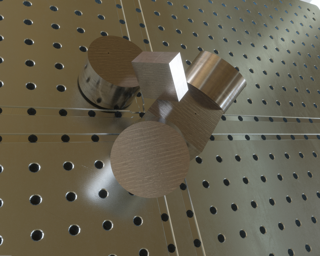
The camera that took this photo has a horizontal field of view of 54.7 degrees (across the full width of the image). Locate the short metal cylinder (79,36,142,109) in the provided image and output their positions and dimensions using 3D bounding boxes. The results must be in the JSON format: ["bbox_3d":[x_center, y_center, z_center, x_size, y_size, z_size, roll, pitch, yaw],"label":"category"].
[{"bbox_3d":[-0.059,-0.071,0.400,0.081,0.050,0.080,14,56,-21],"label":"short metal cylinder"}]

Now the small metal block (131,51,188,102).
[{"bbox_3d":[0.001,-0.060,0.361,0.050,0.050,0.025,10,45,31],"label":"small metal block"}]

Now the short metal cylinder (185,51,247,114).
[{"bbox_3d":[0.073,-0.063,0.437,0.080,0.080,0.050,37,90,-4],"label":"short metal cylinder"}]

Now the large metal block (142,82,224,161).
[{"bbox_3d":[0.025,-0.010,0.404,0.080,0.050,0.080,38,51,-3],"label":"large metal block"}]

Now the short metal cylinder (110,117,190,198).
[{"bbox_3d":[-0.009,0.029,0.338,0.080,0.050,0.079,0,97,1],"label":"short metal cylinder"}]
